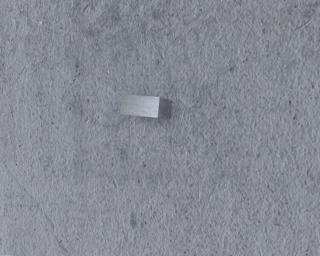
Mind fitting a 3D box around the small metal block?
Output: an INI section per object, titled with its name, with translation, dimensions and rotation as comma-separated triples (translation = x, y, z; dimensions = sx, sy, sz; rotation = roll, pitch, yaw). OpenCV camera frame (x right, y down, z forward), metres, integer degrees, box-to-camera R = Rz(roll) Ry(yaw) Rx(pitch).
[small metal block]
translation = -0.017, -0.027, 0.401
dimensions = 0.050, 0.050, 0.025
rotation = 6, 92, 19
